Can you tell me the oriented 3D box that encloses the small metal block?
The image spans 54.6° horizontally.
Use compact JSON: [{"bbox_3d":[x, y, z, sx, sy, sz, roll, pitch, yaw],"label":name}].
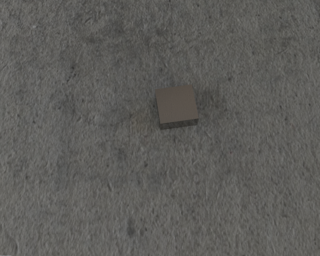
[{"bbox_3d":[0.022,-0.028,0.419,0.050,0.025,0.050,-8,70,-3],"label":"small metal block"}]
